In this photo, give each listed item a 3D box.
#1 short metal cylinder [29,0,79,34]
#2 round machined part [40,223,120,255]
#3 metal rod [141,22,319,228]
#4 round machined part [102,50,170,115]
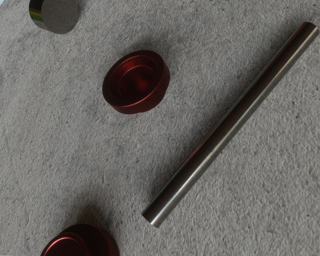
[{"bbox_3d":[-0.214,-0.235,0.625,0.050,0.080,0.080,27,76,37],"label":"short metal cylinder"},{"bbox_3d":[-0.098,0.157,0.348,0.098,0.042,0.098,-13,56,21],"label":"round machined part"},{"bbox_3d":[0.086,-0.009,0.363,0.300,0.025,0.025,-49,51,-7],"label":"metal rod"},{"bbox_3d":[-0.030,-0.061,0.446,0.098,0.042,0.098,-13,56,21],"label":"round machined part"}]
